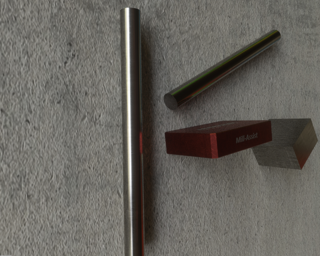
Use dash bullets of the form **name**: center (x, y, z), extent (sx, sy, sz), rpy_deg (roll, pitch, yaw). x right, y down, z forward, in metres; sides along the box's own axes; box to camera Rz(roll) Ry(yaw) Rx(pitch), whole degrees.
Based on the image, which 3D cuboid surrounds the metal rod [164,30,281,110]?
- **metal rod**: center (0.116, -0.105, 0.504), extent (0.302, 0.025, 0.025), rpy_deg (-34, 112, -35)

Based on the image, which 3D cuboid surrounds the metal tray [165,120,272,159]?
- **metal tray**: center (0.083, 0.012, 0.434), extent (0.131, 0.090, 0.030), rpy_deg (-10, 97, -40)

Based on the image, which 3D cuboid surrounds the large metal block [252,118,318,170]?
- **large metal block**: center (0.225, 0.026, 0.561), extent (0.080, 0.080, 0.050), rpy_deg (-44, 117, -31)

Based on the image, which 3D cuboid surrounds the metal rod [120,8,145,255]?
- **metal rod**: center (-0.033, 0.008, 0.378), extent (0.025, 0.025, 0.298), rpy_deg (-2, 91, -40)
